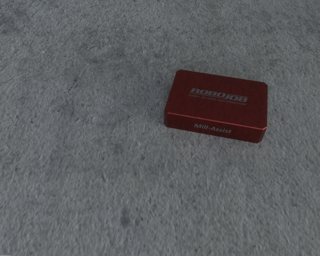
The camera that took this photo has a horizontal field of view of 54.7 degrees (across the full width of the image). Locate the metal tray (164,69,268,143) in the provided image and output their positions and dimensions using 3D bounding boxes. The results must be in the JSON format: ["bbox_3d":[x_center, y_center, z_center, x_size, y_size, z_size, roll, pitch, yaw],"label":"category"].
[{"bbox_3d":[0.078,-0.033,0.429,0.131,0.030,0.090,10,51,8],"label":"metal tray"}]
